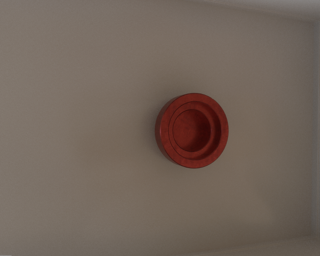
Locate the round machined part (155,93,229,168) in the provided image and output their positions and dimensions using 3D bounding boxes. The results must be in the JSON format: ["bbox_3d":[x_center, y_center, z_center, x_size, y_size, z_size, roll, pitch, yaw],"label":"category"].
[{"bbox_3d":[0.039,0.003,0.417,0.099,0.042,0.097,0,90,-21],"label":"round machined part"}]
